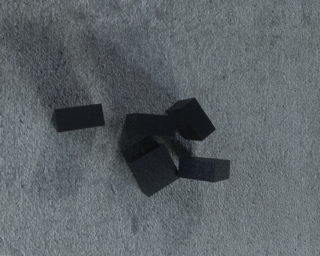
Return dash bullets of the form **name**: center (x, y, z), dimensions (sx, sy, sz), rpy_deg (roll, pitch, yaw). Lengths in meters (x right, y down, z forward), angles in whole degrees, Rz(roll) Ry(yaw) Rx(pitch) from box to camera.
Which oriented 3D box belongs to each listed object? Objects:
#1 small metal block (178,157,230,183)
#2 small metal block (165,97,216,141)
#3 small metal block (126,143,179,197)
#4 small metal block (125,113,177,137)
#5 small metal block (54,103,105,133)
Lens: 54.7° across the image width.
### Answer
- **small metal block**: center (0.059, 0.053, 0.407), dimensions (0.050, 0.050, 0.025), rpy_deg (5, 88, -57)
- **small metal block**: center (0.040, -0.011, 0.410), dimensions (0.025, 0.050, 0.050), rpy_deg (-39, 103, -16)
- **small metal block**: center (-0.008, 0.054, 0.406), dimensions (0.050, 0.025, 0.050), rpy_deg (-29, 100, -18)
- **small metal block**: center (-0.013, -0.004, 0.391), dimensions (0.050, 0.050, 0.025), rpy_deg (4, 89, -20)
- **small metal block**: center (-0.095, -0.011, 0.360), dimensions (0.050, 0.050, 0.025), rpy_deg (-9, 94, -20)
